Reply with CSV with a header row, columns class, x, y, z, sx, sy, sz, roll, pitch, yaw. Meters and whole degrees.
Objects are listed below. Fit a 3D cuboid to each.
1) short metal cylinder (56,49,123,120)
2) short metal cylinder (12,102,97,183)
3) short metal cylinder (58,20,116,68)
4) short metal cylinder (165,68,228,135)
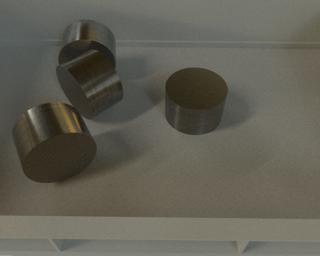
class,x,y,z,sx,sy,sz,roll,pitch,yaw
short metal cylinder,-0.095,-0.058,0.418,0.050,0.080,0.080,-36,59,-26
short metal cylinder,-0.120,0.017,0.354,0.081,0.080,0.050,-23,54,-18
short metal cylinder,-0.107,-0.113,0.463,0.081,0.080,0.050,-4,50,-3
short metal cylinder,0.047,-0.037,0.420,0.080,0.050,0.080,0,50,0
